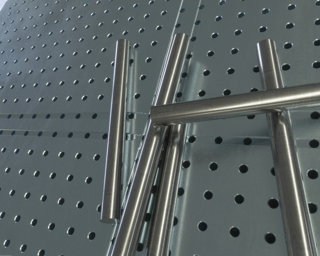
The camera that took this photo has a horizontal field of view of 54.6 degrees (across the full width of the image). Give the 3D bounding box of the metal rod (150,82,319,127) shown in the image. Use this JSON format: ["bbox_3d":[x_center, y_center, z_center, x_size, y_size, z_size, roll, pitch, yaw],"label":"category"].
[{"bbox_3d":[0.138,-0.031,0.324,0.301,0.025,0.025,-7,58,13],"label":"metal rod"}]

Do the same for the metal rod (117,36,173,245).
[{"bbox_3d":[-0.005,-0.001,0.412,0.025,0.025,0.300,0,61,28],"label":"metal rod"}]

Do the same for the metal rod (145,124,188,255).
[{"bbox_3d":[0.000,0.116,0.337,0.025,0.025,0.300,-3,60,27],"label":"metal rod"}]

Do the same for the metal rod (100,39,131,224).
[{"bbox_3d":[-0.061,-0.016,0.450,0.025,0.025,0.300,-14,56,20],"label":"metal rod"}]

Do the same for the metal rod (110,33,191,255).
[{"bbox_3d":[-0.004,0.004,0.381,0.025,0.025,0.300,1,61,28],"label":"metal rod"}]

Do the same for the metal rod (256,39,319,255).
[{"bbox_3d":[0.130,0.023,0.325,0.025,0.025,0.300,-11,57,22],"label":"metal rod"}]
